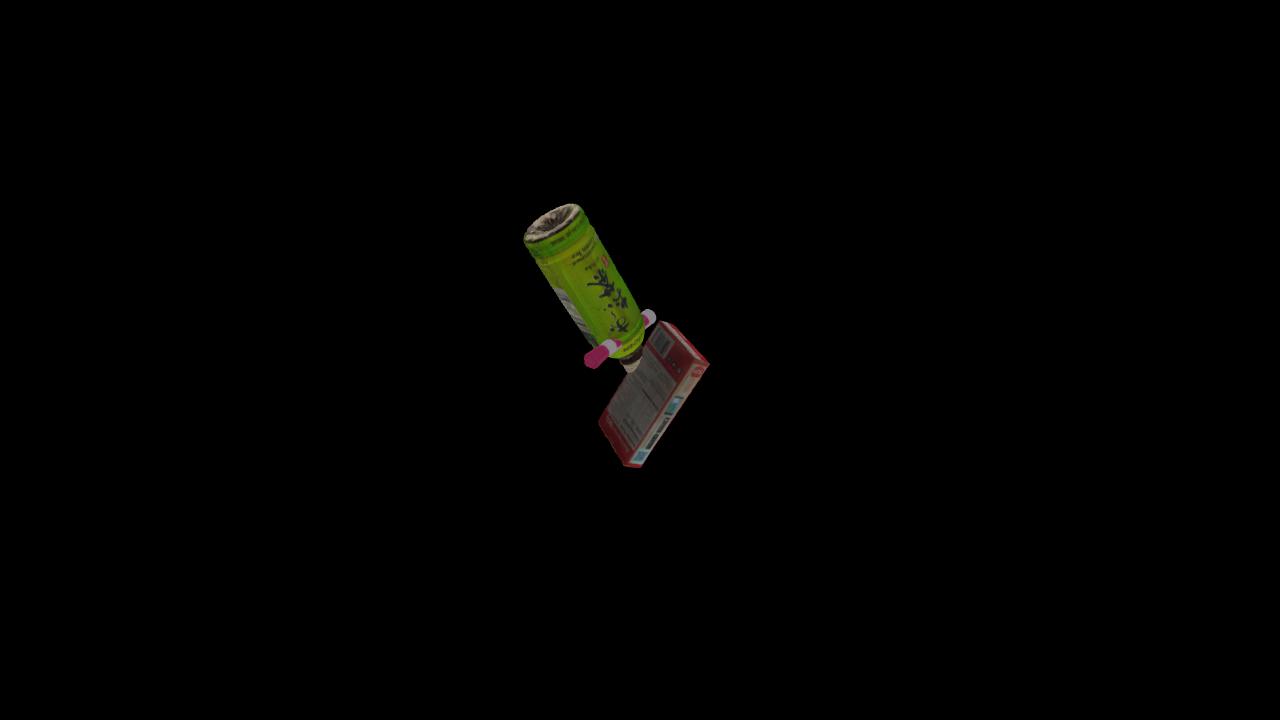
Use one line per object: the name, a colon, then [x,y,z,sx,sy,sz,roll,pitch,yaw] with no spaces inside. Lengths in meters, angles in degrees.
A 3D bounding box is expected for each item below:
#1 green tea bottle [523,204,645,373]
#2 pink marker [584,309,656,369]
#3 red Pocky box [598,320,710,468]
green tea bottle: [-0.046,-0.064,0.675,0.073,0.212,0.073,-19,36,15]
pink marker: [-0.021,-0.024,0.680,0.020,0.020,0.121,0,27,38]
red Pocky box: [0.012,0.039,0.705,0.028,0.155,0.083,14,27,-40]
